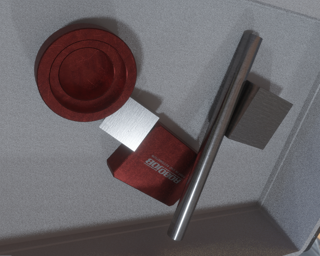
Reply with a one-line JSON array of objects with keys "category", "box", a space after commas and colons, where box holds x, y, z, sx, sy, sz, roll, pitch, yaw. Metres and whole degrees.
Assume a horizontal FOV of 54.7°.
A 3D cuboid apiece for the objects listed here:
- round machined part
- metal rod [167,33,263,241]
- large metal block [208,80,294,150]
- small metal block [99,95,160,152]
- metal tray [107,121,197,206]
[{"category": "round machined part", "box": [-0.077, -0.059, 0.320, 0.099, 0.042, 0.097, -14, 125, -21]}, {"category": "metal rod", "box": [0.072, 0.019, 0.428, 0.025, 0.025, 0.298, 14, 101, -34]}, {"category": "large metal block", "box": [0.133, -0.022, 0.454, 0.081, 0.050, 0.080, 17, 109, -35]}, {"category": "small metal block", "box": [-0.036, -0.009, 0.371, 0.050, 0.025, 0.050, 36, 99, -7]}, {"category": "metal tray", "box": [0.002, 0.051, 0.440, 0.090, 0.030, 0.130, -48, 130, 5]}]
